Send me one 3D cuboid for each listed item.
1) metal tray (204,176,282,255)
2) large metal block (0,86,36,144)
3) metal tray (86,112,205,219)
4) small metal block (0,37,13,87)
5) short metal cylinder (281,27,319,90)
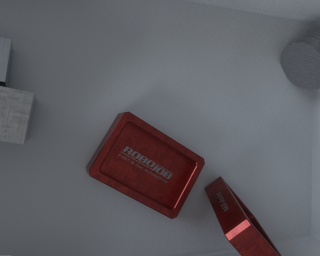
[{"bbox_3d":[0.106,0.124,0.392,0.030,0.130,0.090,-39,101,6],"label":"metal tray"},{"bbox_3d":[-0.175,-0.017,0.317,0.081,0.080,0.050,11,87,-20],"label":"large metal block"},{"bbox_3d":[-0.016,0.049,0.402,0.130,0.030,0.090,32,79,-18],"label":"metal tray"},{"bbox_3d":[-0.191,-0.073,0.335,0.050,0.025,0.050,6,76,-20],"label":"small metal block"},{"bbox_3d":[0.233,-0.104,0.469,0.050,0.080,0.080,-35,102,-17],"label":"short metal cylinder"}]
